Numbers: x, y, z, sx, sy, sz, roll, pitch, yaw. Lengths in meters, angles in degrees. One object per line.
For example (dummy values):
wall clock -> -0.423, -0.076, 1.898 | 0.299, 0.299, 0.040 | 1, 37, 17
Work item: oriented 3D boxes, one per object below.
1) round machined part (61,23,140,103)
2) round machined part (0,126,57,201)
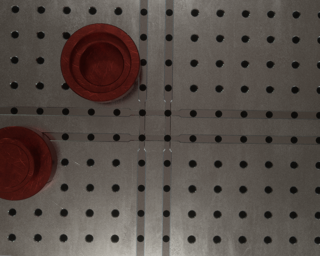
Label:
round machined part -> -0.074, -0.081, 0.404 | 0.099, 0.042, 0.097 | 0, 90, -1
round machined part -> -0.190, 0.046, 0.402 | 0.099, 0.042, 0.097 | 0, 90, -1
